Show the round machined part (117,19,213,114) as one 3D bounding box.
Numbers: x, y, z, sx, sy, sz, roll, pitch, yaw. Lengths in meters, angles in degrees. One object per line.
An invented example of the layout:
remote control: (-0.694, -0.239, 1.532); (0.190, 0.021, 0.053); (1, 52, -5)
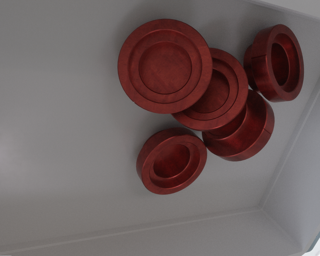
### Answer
round machined part: (0.006, -0.065, 0.340); (0.099, 0.042, 0.097); (0, 94, 4)

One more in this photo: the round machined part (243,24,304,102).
round machined part: (0.147, -0.082, 0.408); (0.099, 0.042, 0.097); (3, 85, -41)

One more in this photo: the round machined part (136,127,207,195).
round machined part: (0.013, 0.041, 0.430); (0.099, 0.042, 0.097); (-14, 124, -21)

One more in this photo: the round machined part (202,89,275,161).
round machined part: (0.094, -0.009, 0.406); (0.042, 0.098, 0.098); (29, 102, -39)

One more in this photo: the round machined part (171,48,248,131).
round machined part: (0.056, -0.044, 0.377); (0.098, 0.098, 0.042); (-46, 166, 4)
